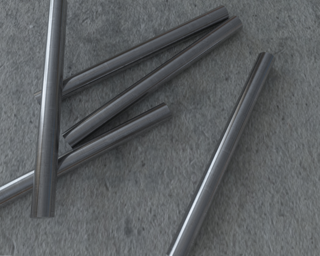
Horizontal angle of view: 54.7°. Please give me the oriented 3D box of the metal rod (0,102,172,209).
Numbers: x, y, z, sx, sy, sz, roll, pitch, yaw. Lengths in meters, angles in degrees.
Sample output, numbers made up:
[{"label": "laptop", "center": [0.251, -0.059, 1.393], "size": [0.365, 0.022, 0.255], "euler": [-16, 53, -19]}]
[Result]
[{"label": "metal rod", "center": [-0.121, 0.046, 0.389], "size": [0.302, 0.025, 0.025], "euler": [-28, 73, -10]}]

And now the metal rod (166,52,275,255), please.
[{"label": "metal rod", "center": [0.086, 0.024, 0.400], "size": [0.025, 0.025, 0.300], "euler": [26, 72, 8]}]

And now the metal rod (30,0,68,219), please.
[{"label": "metal rod", "center": [-0.138, -0.041, 0.393], "size": [0.025, 0.025, 0.299], "euler": [-3, 70, -1]}]

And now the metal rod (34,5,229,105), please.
[{"label": "metal rod", "center": [-0.033, -0.106, 0.446], "size": [0.302, 0.025, 0.025], "euler": [-28, 73, -10]}]

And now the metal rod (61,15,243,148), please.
[{"label": "metal rod", "center": [-0.002, -0.070, 0.433], "size": [0.301, 0.025, 0.025], "euler": [-37, 75, -13]}]
